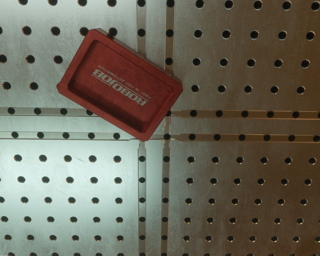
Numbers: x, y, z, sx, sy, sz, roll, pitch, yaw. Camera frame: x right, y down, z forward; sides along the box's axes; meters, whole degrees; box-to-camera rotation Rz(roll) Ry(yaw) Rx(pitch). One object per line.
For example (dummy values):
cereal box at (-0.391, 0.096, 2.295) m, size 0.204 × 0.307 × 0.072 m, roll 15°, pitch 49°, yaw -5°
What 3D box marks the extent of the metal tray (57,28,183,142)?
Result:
metal tray at (-0.048, -0.052, 0.390) m, size 0.130 × 0.030 × 0.090 m, roll 31°, pitch 107°, yaw -11°
